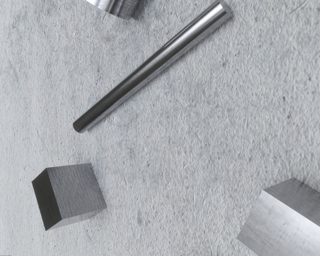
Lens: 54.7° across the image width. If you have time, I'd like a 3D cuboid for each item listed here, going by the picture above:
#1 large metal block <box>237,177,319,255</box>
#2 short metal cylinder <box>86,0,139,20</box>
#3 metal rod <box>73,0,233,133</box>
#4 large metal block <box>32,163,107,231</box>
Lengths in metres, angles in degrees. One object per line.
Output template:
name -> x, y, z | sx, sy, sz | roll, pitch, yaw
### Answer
large metal block -> 0.127, 0.090, 0.264 | 0.080, 0.081, 0.050 | 34, 111, 35
short metal cylinder -> -0.066, -0.191, 0.423 | 0.080, 0.081, 0.050 | 45, 117, 30
metal rod -> -0.030, -0.068, 0.429 | 0.299, 0.025, 0.025 | -33, 70, 35
large metal block -> -0.142, 0.105, 0.486 | 0.050, 0.081, 0.080 | -38, 67, 33
